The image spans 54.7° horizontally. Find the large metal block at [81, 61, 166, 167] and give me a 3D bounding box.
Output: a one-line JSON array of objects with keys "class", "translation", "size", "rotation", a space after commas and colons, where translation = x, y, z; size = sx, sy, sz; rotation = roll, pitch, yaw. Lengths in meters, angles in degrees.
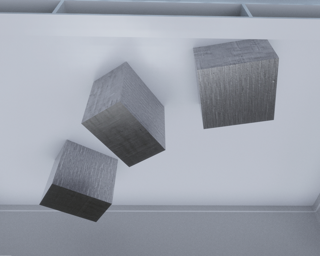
[{"class": "large metal block", "translation": [-0.037, -0.016, 0.359], "size": [0.050, 0.080, 0.080], "rotation": [-27, 125, 21]}]

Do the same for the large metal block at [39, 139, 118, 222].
[{"class": "large metal block", "translation": [-0.110, 0.074, 0.434], "size": [0.080, 0.080, 0.050], "rotation": [25, 126, -20]}]

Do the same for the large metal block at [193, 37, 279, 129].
[{"class": "large metal block", "translation": [0.084, -0.050, 0.352], "size": [0.080, 0.050, 0.080], "rotation": [-8, 130, 6]}]
